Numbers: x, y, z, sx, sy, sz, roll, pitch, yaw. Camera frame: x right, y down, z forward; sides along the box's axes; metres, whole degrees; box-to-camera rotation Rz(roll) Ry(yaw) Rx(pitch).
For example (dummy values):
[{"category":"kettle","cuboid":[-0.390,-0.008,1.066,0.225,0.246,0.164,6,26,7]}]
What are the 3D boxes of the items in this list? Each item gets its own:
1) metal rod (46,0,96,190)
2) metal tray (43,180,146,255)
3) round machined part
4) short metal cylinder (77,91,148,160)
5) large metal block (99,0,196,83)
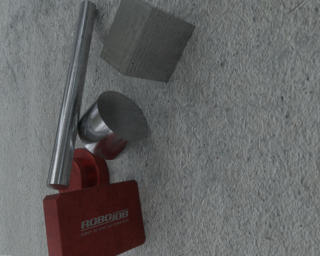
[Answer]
[{"category":"metal rod","cuboid":[-0.117,-0.064,0.429,0.025,0.025,0.299,-23,54,37]},{"category":"metal tray","cuboid":[-0.079,0.121,0.399,0.030,0.131,0.090,-15,81,39]},{"category":"round machined part","cuboid":[-0.130,0.081,0.498,0.098,0.042,0.097,0,90,39]},{"category":"short metal cylinder","cuboid":[-0.064,-0.004,0.420,0.050,0.081,0.080,-40,66,33]},{"category":"large metal block","cuboid":[-0.015,-0.106,0.379,0.050,0.081,0.079,40,114,32]}]
